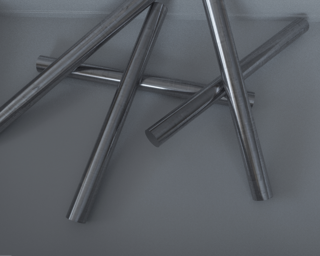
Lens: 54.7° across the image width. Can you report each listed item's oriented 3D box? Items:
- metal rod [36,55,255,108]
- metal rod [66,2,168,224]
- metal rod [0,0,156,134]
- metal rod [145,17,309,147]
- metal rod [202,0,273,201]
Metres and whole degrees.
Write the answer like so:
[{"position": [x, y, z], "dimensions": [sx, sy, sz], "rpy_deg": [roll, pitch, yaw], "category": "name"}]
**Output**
[{"position": [-0.022, -0.064, 0.432], "dimensions": [0.302, 0.025, 0.025], "rpy_deg": [10, 70, 3], "category": "metal rod"}, {"position": [-0.051, -0.028, 0.398], "dimensions": [0.025, 0.025, 0.299], "rpy_deg": [19, 78, 6], "category": "metal rod"}, {"position": [-0.118, -0.089, 0.409], "dimensions": [0.300, 0.025, 0.025], "rpy_deg": [-41, 75, -2], "category": "metal rod"}, {"position": [0.103, -0.072, 0.414], "dimensions": [0.302, 0.025, 0.025], "rpy_deg": [-37, 74, -22], "category": "metal rod"}, {"position": [0.089, -0.059, 0.378], "dimensions": [0.025, 0.025, 0.298], "rpy_deg": [-15, 91, -6], "category": "metal rod"}]
